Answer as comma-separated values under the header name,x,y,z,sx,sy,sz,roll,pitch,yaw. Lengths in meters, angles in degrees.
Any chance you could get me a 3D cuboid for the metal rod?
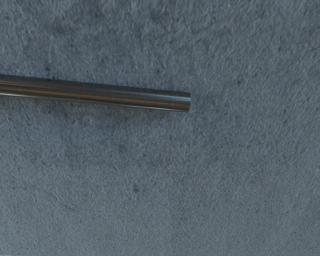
name,x,y,z,sx,sy,sz,roll,pitch,yaw
metal rod,-0.115,-0.044,0.367,0.302,0.025,0.025,5,130,-5
